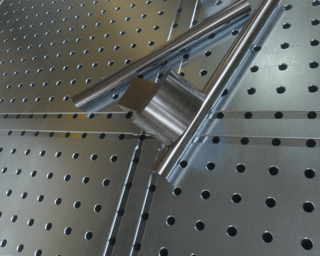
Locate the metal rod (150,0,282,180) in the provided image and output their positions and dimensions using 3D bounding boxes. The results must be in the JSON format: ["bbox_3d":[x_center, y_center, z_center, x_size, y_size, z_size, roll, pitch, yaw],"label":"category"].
[{"bbox_3d":[0.080,-0.065,0.405,0.025,0.025,0.300,25,75,36],"label":"metal rod"}]

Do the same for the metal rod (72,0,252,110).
[{"bbox_3d":[-0.004,-0.110,0.476,0.301,0.025,0.025,-28,52,10],"label":"metal rod"}]

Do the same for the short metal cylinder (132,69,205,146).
[{"bbox_3d":[0.009,-0.025,0.375,0.080,0.050,0.080,-52,10,14],"label":"short metal cylinder"}]

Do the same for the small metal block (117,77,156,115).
[{"bbox_3d":[-0.025,-0.042,0.445,0.050,0.025,0.050,22,73,35],"label":"small metal block"}]
